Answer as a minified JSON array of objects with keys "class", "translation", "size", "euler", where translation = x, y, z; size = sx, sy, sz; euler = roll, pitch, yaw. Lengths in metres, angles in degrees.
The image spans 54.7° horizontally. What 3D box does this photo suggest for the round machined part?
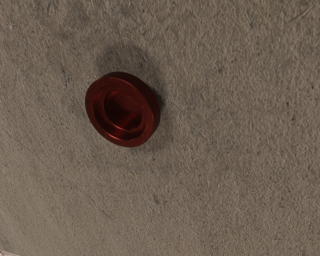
[{"class":"round machined part","translation":[-0.044,-0.027,0.401],"size":[0.098,0.042,0.097],"euler":[13,124,20]}]
